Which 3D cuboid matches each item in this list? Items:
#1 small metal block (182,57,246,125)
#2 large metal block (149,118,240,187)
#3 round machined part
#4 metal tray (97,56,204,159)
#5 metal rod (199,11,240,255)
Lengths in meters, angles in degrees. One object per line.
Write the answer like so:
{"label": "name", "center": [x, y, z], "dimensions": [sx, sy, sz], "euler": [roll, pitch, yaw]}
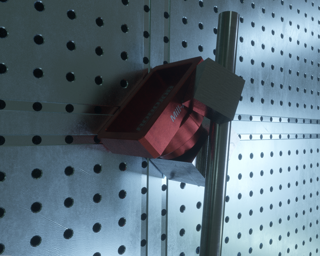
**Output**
{"label": "small metal block", "center": [0.058, -0.039, 0.332], "dimensions": [0.050, 0.025, 0.050], "euler": [27, 70, -17]}
{"label": "large metal block", "center": [0.045, 0.027, 0.410], "dimensions": [0.050, 0.080, 0.080], "euler": [51, 60, -29]}
{"label": "round machined part", "center": [0.012, -0.001, 0.379], "dimensions": [0.042, 0.098, 0.098], "euler": [50, 60, -29]}
{"label": "metal tray", "center": [-0.005, -0.026, 0.364], "dimensions": [0.030, 0.090, 0.130], "euler": [51, 60, -28]}
{"label": "metal rod", "center": [0.070, 0.011, 0.366], "dimensions": [0.025, 0.025, 0.298], "euler": [9, 84, -40]}
